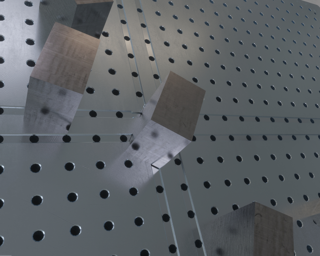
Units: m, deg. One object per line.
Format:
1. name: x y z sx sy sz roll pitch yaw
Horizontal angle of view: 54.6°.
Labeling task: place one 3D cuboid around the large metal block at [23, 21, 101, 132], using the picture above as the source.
1. large metal block: -0.110 -0.054 0.347 0.050 0.080 0.080 19 54 -17

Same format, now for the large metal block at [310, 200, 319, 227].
1. large metal block: 0.282 0.133 0.442 0.050 0.080 0.080 -33 80 -38

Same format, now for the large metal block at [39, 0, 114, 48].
1. large metal block: -0.114 -0.164 0.412 0.050 0.080 0.080 -23 74 -36

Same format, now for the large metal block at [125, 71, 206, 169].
1. large metal block: 0.007 -0.008 0.381 0.050 0.080 0.080 28 52 -11

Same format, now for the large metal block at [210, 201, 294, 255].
1. large metal block: 0.098 0.138 0.341 0.050 0.080 0.080 25 53 -13
